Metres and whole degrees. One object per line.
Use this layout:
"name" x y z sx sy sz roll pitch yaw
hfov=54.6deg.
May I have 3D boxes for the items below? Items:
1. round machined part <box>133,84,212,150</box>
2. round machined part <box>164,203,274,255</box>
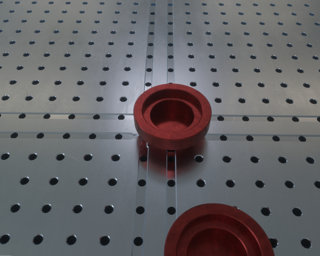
"round machined part" 0.016 -0.010 0.406 0.099 0.042 0.098 0 50 0
"round machined part" 0.053 0.125 0.292 0.099 0.042 0.098 0 50 0
